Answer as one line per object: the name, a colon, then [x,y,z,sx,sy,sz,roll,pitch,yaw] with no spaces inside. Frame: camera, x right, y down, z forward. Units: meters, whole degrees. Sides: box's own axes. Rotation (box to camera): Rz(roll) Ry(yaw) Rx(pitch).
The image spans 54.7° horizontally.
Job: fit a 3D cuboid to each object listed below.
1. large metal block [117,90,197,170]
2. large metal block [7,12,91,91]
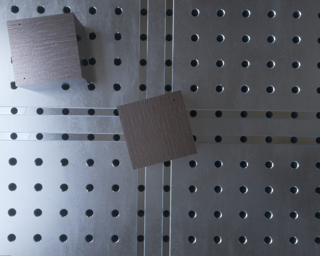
large metal block: [-0.004,0.002,0.401,0.080,0.050,0.080,-15,90,-1]
large metal block: [-0.140,-0.095,0.399,0.081,0.050,0.080,-8,90,-1]
